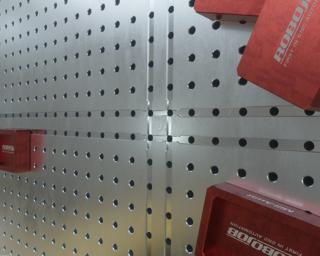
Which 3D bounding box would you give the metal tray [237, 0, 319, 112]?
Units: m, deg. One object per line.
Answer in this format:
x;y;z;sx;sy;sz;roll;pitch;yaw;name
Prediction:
0.130;-0.090;0.269;0.090;0.030;0.129;44;122;47;metal tray

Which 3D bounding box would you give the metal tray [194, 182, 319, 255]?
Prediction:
0.104;0.120;0.320;0.130;0.030;0.089;16;100;39;metal tray

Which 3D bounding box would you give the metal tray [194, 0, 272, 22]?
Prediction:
0.094;-0.183;0.329;0.090;0.030;0.129;21;103;38;metal tray

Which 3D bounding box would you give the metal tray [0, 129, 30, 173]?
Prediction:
-0.334;0.048;0.684;0.130;0.030;0.090;1;91;40;metal tray
